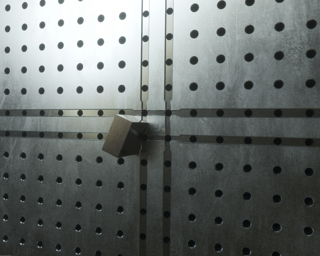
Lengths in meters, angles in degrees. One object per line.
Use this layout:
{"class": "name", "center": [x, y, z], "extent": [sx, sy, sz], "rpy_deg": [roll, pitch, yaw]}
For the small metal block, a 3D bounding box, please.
{"class": "small metal block", "center": [-0.046, 0.010, 0.415], "extent": [0.025, 0.050, 0.050], "rpy_deg": [25, 98, 18]}
